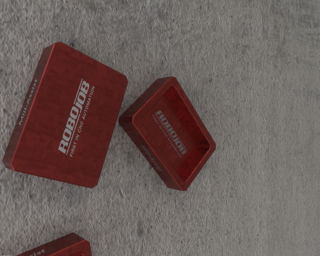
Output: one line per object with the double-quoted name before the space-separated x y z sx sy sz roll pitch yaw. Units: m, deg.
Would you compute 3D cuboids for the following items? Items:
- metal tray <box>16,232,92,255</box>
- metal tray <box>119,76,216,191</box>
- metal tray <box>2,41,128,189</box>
"metal tray" -0.126 0.169 0.295 0.131 0.030 0.089 -13 98 -39
"metal tray" 0.016 0.009 0.413 0.090 0.030 0.130 -49 119 -29
"metal tray" -0.093 -0.011 0.323 0.090 0.030 0.130 24 75 -37
